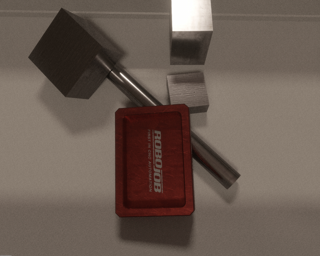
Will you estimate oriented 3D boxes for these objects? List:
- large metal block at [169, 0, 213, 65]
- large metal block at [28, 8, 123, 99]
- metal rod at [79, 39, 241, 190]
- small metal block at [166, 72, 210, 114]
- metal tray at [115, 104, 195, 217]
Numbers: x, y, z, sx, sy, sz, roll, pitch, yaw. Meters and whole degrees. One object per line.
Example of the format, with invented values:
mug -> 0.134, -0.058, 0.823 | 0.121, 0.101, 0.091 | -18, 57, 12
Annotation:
large metal block -> 0.040, -0.144, 0.434 | 0.050, 0.080, 0.080 | 0, 70, -1
large metal block -> -0.112, -0.096, 0.412 | 0.080, 0.050, 0.080 | 45, 105, 14
metal rod -> -0.015, -0.032, 0.420 | 0.300, 0.025, 0.025 | 43, 75, 13
small metal block -> 0.037, -0.047, 0.427 | 0.050, 0.025, 0.050 | -6, 70, -3
metal tray -> -0.006, 0.039, 0.375 | 0.090, 0.030, 0.129 | -3, 78, 7
